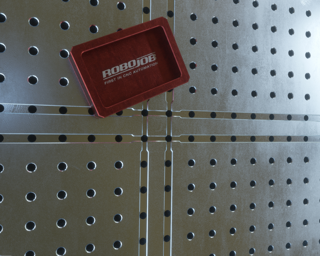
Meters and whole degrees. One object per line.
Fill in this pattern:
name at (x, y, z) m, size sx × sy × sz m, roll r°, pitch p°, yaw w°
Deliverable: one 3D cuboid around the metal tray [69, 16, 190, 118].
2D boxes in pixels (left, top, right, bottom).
metal tray at (-0.037, -0.077, 0.395) m, size 0.131 × 0.030 × 0.090 m, roll -25°, pitch 99°, yaw -18°
